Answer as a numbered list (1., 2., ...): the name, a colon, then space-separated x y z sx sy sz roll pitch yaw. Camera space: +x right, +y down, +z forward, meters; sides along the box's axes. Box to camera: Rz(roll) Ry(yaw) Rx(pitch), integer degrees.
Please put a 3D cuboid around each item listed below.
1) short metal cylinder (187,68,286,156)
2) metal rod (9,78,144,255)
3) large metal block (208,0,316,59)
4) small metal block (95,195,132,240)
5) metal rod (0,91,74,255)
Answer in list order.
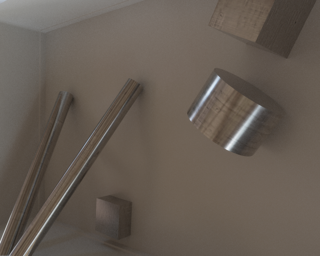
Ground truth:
1. short metal cylinder: 0.075 -0.017 0.308 0.080 0.081 0.050 45 117 30
2. metal rod: -0.115 0.062 0.418 0.025 0.025 0.300 28 82 36
3. large metal block: 0.101 -0.117 0.287 0.050 0.081 0.079 34 111 34
4. small metal block: -0.069 0.132 0.462 0.050 0.025 0.050 5 93 39
5. metal rod: -0.191 0.073 0.474 0.025 0.025 0.300 -12 55 39
